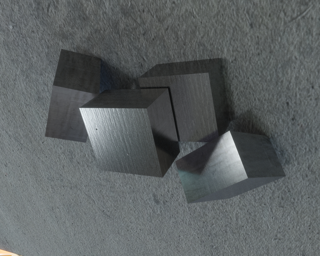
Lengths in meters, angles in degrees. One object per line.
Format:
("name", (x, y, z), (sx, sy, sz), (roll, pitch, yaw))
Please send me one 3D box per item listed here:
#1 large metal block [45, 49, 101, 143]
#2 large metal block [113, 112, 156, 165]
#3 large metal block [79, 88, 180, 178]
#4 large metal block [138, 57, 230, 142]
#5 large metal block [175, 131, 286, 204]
("large metal block", (-0.110, -0.041, 0.395), (0.050, 0.080, 0.079), (10, 130, -18))
("large metal block", (-0.032, 0.005, 0.408), (0.080, 0.050, 0.080), (0, 119, 27))
("large metal block", (-0.030, 0.003, 0.341), (0.080, 0.050, 0.079), (2, 120, 27))
("large metal block", (0.031, -0.031, 0.356), (0.080, 0.050, 0.080), (0, 119, 27))
("large metal block", (0.079, 0.046, 0.350), (0.080, 0.081, 0.050), (-35, 61, 38))
